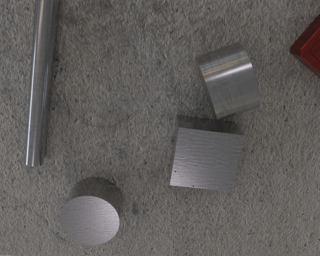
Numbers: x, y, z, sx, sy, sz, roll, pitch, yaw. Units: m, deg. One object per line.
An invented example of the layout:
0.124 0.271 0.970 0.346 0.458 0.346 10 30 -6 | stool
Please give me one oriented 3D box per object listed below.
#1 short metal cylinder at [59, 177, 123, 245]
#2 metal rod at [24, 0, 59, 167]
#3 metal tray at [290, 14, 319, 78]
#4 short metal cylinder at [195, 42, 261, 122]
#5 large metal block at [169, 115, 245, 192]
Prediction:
-0.095 0.117 0.439 0.081 0.050 0.079 0 110 0 | short metal cylinder
-0.142 -0.090 0.375 0.025 0.025 0.298 11 110 -4 | metal rod
0.239 -0.089 0.376 0.130 0.030 0.090 35 106 -12 | metal tray
0.077 -0.053 0.362 0.050 0.080 0.080 -19 109 7 | short metal cylinder
0.058 0.032 0.409 0.081 0.050 0.079 7 110 -3 | large metal block
